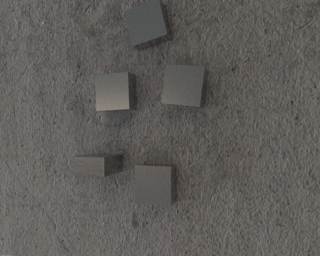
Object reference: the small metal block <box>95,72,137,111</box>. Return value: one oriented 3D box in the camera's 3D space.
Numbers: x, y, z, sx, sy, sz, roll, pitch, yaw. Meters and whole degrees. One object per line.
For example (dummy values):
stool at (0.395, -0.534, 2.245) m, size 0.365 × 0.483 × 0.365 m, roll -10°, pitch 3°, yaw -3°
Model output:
small metal block at (-0.061, -0.049, 0.430) m, size 0.050 × 0.025 × 0.050 m, roll -2°, pitch 89°, yaw 20°

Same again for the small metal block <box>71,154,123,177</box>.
small metal block at (-0.086, 0.050, 0.426) m, size 0.050 × 0.050 × 0.025 m, roll -1°, pitch 90°, yaw 20°

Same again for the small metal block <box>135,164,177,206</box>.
small metal block at (-0.005, 0.074, 0.411) m, size 0.050 × 0.025 × 0.050 m, roll 0°, pitch 90°, yaw 20°

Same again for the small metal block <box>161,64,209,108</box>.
small metal block at (0.032, -0.053, 0.397) m, size 0.050 × 0.025 × 0.050 m, roll 7°, pitch 93°, yaw 19°

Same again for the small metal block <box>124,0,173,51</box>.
small metal block at (-0.015, -0.137, 0.414) m, size 0.050 × 0.025 × 0.050 m, roll -14°, pitch 85°, yaw 19°
